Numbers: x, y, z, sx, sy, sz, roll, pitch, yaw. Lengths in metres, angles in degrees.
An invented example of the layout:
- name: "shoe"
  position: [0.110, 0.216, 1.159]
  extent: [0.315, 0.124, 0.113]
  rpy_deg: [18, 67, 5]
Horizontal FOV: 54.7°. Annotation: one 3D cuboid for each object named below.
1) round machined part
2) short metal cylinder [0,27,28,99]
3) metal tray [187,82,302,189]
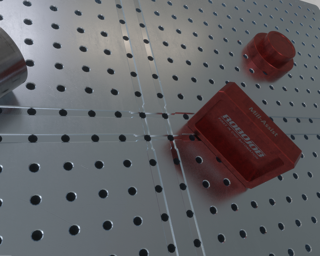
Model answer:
- name: "round machined part"
  position: [0.227, -0.152, 0.613]
  extent: [0.099, 0.042, 0.098]
  rpy_deg: [14, 56, -21]
- name: "short metal cylinder"
  position: [-0.185, -0.065, 0.313]
  extent: [0.080, 0.080, 0.050]
  rpy_deg: [39, 51, -2]
- name: "metal tray"
  position: [0.109, 0.013, 0.417]
  extent: [0.130, 0.090, 0.030]
  rpy_deg: [47, 51, 4]
